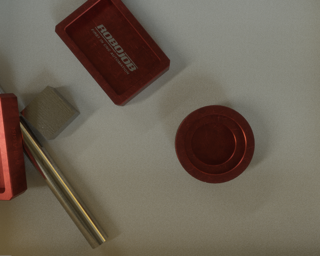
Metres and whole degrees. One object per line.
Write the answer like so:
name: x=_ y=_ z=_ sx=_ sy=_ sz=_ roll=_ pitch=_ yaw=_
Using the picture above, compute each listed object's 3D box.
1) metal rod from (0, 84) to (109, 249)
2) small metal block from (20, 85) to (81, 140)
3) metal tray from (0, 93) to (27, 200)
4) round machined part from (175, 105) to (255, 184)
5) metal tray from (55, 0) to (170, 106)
metal rod: x=-0.165 y=0.030 z=0.409 sx=0.025 sy=0.025 sz=0.299 roll=-35 pitch=90 yaw=0
small metal block: x=-0.144 y=-0.020 z=0.410 sx=0.050 sy=0.025 sz=0.050 roll=45 pitch=90 yaw=-1
metal tray: x=-0.222 y=0.023 z=0.389 sx=0.090 sy=0.030 sz=0.129 roll=-2 pitch=97 yaw=11
round machined part: x=0.068 y=0.020 z=0.404 sx=0.099 sy=0.042 sz=0.097 roll=0 pitch=90 yaw=-1
metal tray: x=-0.060 y=-0.105 z=0.407 sx=0.090 sy=0.030 sz=0.130 roll=-39 pitch=91 yaw=-1
